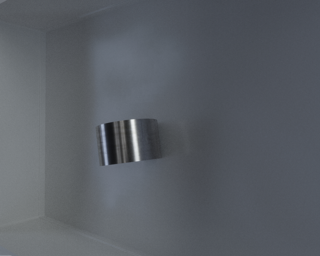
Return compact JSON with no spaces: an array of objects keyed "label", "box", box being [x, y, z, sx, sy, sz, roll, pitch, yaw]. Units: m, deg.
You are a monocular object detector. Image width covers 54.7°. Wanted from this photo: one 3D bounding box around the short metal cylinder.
[{"label":"short metal cylinder","box":[-0.040,0.020,0.402,0.080,0.081,0.050,-12,83,39]}]
